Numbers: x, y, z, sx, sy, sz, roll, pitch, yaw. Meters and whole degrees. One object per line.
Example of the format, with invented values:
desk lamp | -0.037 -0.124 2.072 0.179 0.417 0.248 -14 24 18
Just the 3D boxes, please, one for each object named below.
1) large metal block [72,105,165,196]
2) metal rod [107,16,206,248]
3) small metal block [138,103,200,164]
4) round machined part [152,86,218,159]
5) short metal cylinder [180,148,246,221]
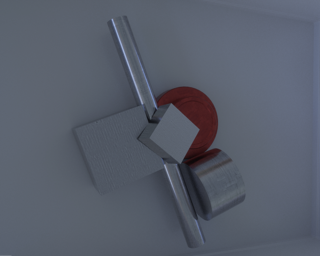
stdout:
large metal block | -0.052 0.024 0.375 0.081 0.050 0.080 -22 98 -19
metal rod | -0.002 0.011 0.387 0.025 0.025 0.298 -22 98 -19
small metal block | 0.011 0.007 0.363 0.050 0.025 0.050 41 65 -23
round machined part | 0.035 -0.007 0.413 0.099 0.042 0.097 0 90 -21
short metal cylinder | 0.065 0.073 0.405 0.050 0.080 0.080 -22 98 -19
